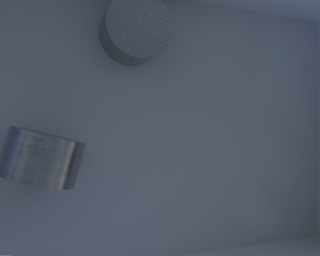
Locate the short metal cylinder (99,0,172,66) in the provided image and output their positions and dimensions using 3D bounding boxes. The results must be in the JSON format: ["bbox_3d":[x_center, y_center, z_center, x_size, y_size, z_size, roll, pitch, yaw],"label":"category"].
[{"bbox_3d":[-0.031,-0.122,0.385,0.081,0.050,0.080,0,90,-20],"label":"short metal cylinder"}]

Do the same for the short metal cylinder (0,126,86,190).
[{"bbox_3d":[-0.126,0.032,0.335,0.081,0.080,0.050,16,85,-20],"label":"short metal cylinder"}]
